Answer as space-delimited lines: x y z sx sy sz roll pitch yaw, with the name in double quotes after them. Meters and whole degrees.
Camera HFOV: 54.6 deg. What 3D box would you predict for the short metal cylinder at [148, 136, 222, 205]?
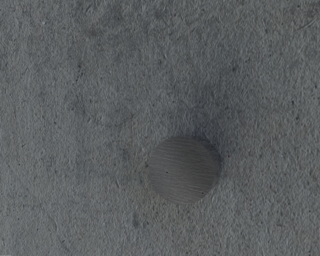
0.032 0.050 0.385 0.080 0.050 0.080 0 90 20 "short metal cylinder"
